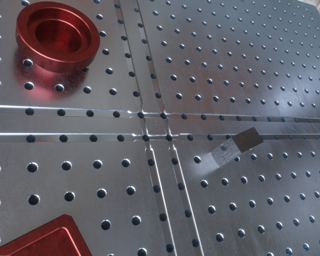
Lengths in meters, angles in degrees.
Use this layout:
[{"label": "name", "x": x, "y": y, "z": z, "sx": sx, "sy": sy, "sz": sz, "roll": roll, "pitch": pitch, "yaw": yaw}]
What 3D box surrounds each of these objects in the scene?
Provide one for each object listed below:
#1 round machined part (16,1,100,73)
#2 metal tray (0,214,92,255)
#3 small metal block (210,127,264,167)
[{"label": "round machined part", "x": -0.130, "y": -0.110, "z": 0.395, "sx": 0.099, "sy": 0.042, "sz": 0.098, "roll": 14, "pitch": 56, "yaw": -21}, {"label": "metal tray", "x": -0.117, "y": 0.143, "z": 0.255, "sx": 0.131, "sy": 0.030, "sz": 0.090, "roll": -23, "pitch": 74, "yaw": -36}, {"label": "small metal block", "x": 0.108, "y": 0.027, "z": 0.436, "sx": 0.050, "sy": 0.050, "sz": 0.025, "roll": -19, "pitch": 72, "yaw": -36}]
